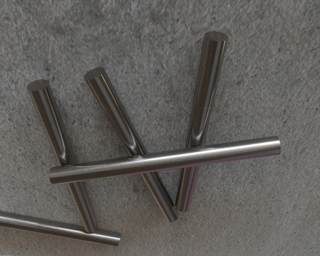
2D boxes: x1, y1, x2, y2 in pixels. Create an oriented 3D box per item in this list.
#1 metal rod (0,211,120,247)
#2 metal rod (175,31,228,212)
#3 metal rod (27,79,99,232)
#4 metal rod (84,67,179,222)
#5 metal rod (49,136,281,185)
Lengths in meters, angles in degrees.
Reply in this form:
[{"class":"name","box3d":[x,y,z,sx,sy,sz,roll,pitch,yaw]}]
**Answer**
[{"class":"metal rod","box3d":[-0.220,0.173,0.551,0.302,0.025,0.025,15,128,-14]},{"class":"metal rod","box3d":[0.048,0.017,0.422,0.025,0.025,0.298,3,130,-3]},{"class":"metal rod","box3d":[-0.132,0.063,0.458,0.025,0.025,0.298,-3,130,2]},{"class":"metal rod","box3d":[-0.027,0.045,0.445,0.025,0.025,0.299,-15,129,12]},{"class":"metal rod","box3d":[0.002,0.044,0.410,0.302,0.025,0.025,-8,130,6]}]
